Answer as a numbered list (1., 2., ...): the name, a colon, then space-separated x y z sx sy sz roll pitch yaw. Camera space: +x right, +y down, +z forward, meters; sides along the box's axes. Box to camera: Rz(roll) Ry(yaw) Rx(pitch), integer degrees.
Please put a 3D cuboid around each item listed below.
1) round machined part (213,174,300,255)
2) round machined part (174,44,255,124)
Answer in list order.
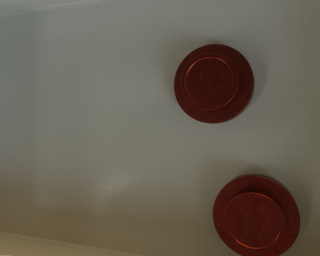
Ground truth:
1. round machined part: 0.111 0.105 0.362 0.098 0.042 0.097 0 90 20
2. round machined part: 0.064 -0.054 0.379 0.098 0.042 0.097 0 90 20
